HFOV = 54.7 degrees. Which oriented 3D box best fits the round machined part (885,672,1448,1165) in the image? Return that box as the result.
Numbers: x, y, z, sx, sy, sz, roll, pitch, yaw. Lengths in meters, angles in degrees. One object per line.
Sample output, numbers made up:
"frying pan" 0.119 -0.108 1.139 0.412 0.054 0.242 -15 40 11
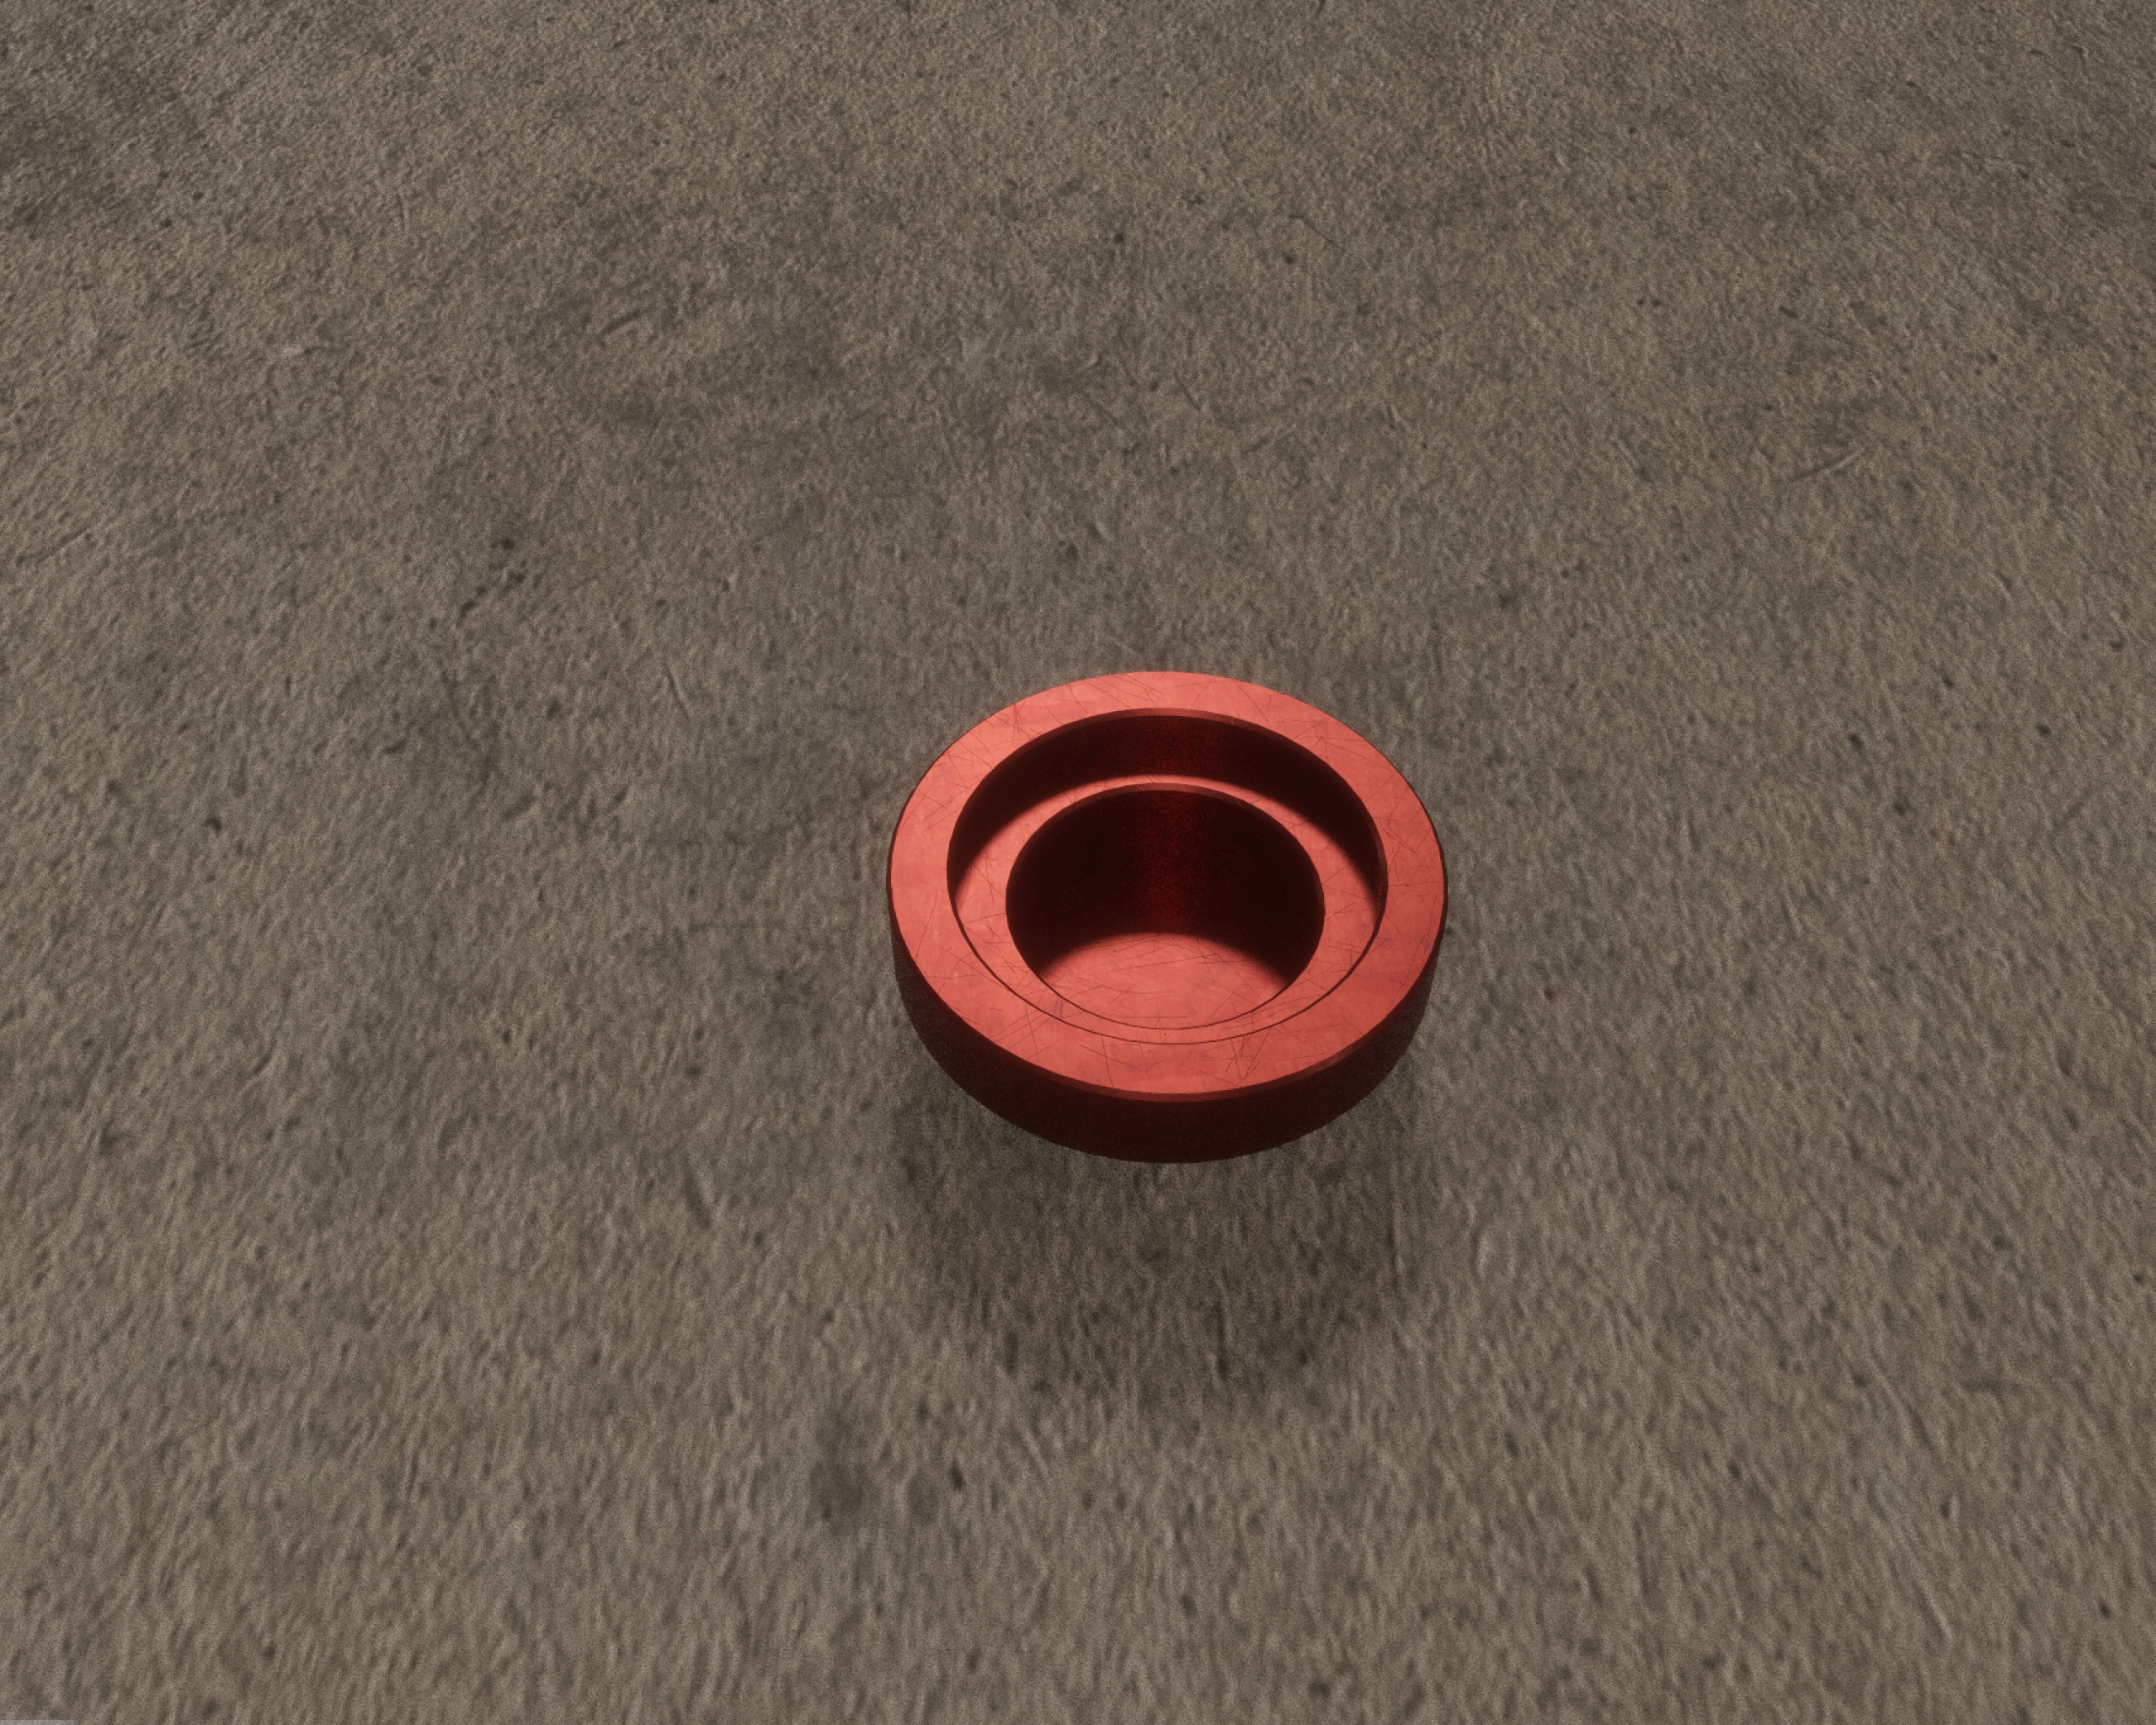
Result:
"round machined part" 0.015 0.014 0.382 0.099 0.042 0.098 0 50 0
